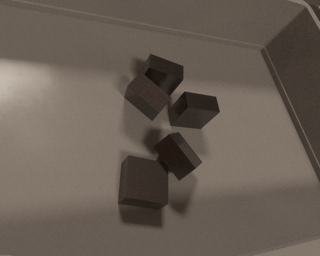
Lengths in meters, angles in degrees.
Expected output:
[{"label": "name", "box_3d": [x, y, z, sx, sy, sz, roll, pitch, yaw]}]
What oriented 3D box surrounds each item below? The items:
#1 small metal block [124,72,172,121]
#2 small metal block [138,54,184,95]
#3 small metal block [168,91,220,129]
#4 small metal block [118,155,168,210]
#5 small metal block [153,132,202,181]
[{"label": "small metal block", "box_3d": [-0.017, -0.039, 0.402, 0.050, 0.050, 0.025, 40, 74, -1]}, {"label": "small metal block", "box_3d": [-0.001, -0.070, 0.433, 0.050, 0.050, 0.025, 16, 55, -20]}, {"label": "small metal block", "box_3d": [0.046, -0.023, 0.430, 0.050, 0.050, 0.025, 6, 59, -26]}, {"label": "small metal block", "box_3d": [-0.019, 0.064, 0.358, 0.050, 0.025, 0.050, 14, 56, -21]}, {"label": "small metal block", "box_3d": [0.023, 0.033, 0.383, 0.050, 0.025, 0.050, 52, 14, 9]}]
